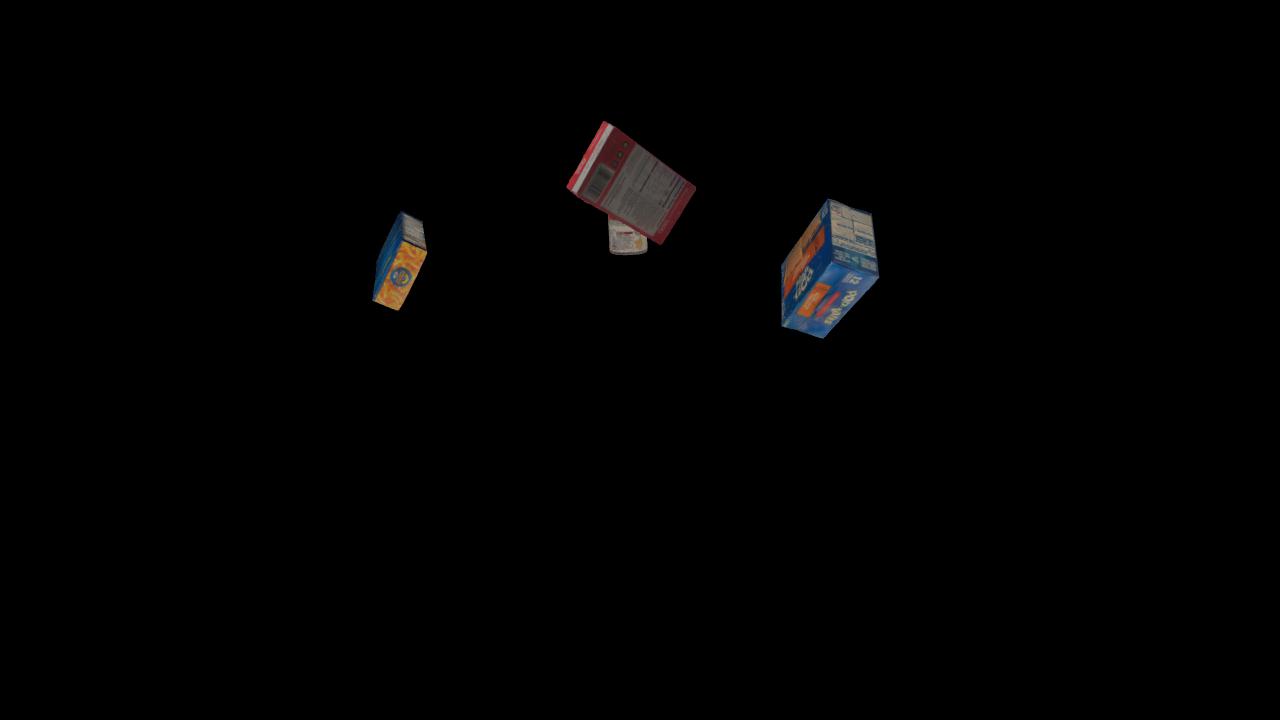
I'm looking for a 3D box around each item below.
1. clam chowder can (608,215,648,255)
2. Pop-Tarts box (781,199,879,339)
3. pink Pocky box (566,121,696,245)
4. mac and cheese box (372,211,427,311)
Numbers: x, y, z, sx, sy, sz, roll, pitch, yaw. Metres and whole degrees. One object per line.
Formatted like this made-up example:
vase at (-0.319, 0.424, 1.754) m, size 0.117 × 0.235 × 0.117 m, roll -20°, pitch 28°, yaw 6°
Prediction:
clam chowder can at (-0.021, -0.233, 1.038) m, size 0.068 × 0.102 × 0.068 m, roll -1°, pitch 20°, yaw 0°
Pop-Tarts box at (0.299, -0.144, 0.994) m, size 0.083 × 0.141 × 0.167 m, roll 14°, pitch -34°, yaw -8°
pink Pocky box at (-0.006, -0.201, 0.717) m, size 0.155 × 0.084 × 0.029 m, roll 19°, pitch 19°, yaw -48°
mac and cheese box at (-0.340, -0.145, 0.869) m, size 0.041 × 0.093 × 0.184 m, roll 25°, pitch 14°, yaw -30°
